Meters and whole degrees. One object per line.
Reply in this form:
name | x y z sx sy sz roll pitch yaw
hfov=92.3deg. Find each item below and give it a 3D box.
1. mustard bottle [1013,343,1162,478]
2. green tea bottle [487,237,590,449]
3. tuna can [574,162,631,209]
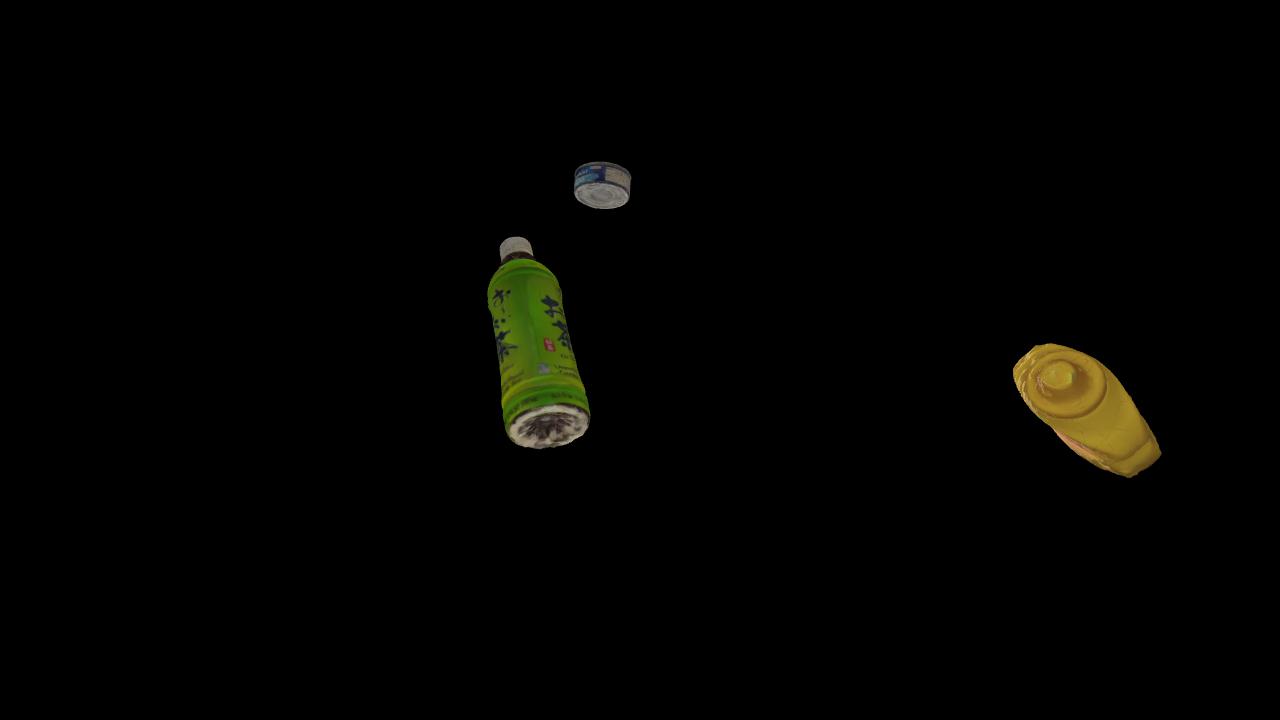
mustard bottle | 0.308 0.030 0.430 0.054 0.092 0.184 -42 -39 24
green tea bottle | -0.097 -0.027 0.544 0.073 0.212 0.073 -13 -36 -9
tuna can | -0.055 -0.255 0.904 0.084 0.034 0.084 3 -13 1
